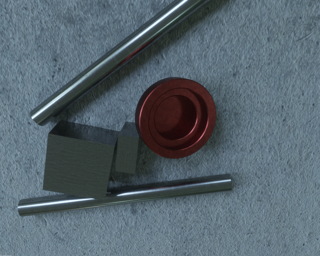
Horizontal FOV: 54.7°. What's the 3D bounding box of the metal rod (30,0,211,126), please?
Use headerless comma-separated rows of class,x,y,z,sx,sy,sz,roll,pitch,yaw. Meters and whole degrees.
metal rod,-0.037,-0.096,0.373,0.300,0.025,0.025,-34,107,11

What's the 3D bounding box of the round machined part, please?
round machined part,0.016,-0.015,0.385,0.099,0.042,0.097,-5,105,-19

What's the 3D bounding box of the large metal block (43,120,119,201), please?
large metal block,-0.103,0.042,0.411,0.081,0.050,0.079,11,110,-5

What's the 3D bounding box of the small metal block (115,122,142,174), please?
small metal block,-0.039,0.024,0.404,0.025,0.050,0.050,8,110,2

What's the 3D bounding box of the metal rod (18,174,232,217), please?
metal rod,-0.050,0.096,0.444,0.302,0.025,0.025,-7,110,2
